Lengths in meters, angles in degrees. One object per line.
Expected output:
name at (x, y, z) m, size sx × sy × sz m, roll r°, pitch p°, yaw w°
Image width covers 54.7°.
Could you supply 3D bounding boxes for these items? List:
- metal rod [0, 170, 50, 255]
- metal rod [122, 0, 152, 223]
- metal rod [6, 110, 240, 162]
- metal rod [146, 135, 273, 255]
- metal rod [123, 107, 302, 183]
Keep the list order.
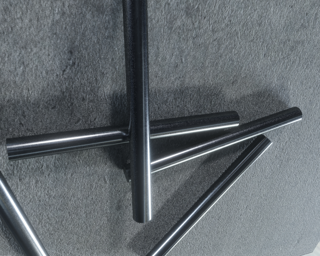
metal rod at (-0.183, 0.072, 0.351) m, size 0.025 × 0.025 × 0.298 m, roll -21°, pitch 127°, yaw -16°
metal rod at (-0.024, -0.019, 0.354) m, size 0.025 × 0.025 × 0.298 m, roll -11°, pitch 115°, yaw -23°
metal rod at (-0.027, 0.005, 0.394) m, size 0.303 × 0.025 × 0.025 m, roll -8°, pitch 122°, yaw -25°
metal rod at (0.077, 0.128, 0.527) m, size 0.299 × 0.025 × 0.025 m, roll -48°, pitch 129°, yaw 6°
metal rod at (0.090, 0.019, 0.467) m, size 0.302 × 0.025 × 0.025 m, roll -17°, pitch 126°, yaw -19°
